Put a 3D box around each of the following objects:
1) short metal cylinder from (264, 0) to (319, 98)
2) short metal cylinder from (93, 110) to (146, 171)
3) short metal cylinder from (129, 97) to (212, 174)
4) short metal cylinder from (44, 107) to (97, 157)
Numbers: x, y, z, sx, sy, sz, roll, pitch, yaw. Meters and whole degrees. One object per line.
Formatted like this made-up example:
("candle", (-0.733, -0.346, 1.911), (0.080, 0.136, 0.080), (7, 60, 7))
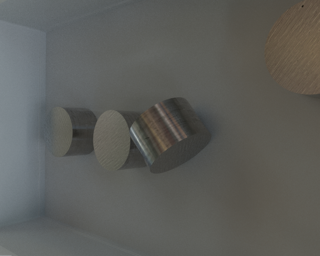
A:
("short metal cylinder", (0.141, -0.067, 0.273), (0.080, 0.050, 0.079), (0, 90, 39))
("short metal cylinder", (-0.047, 0.016, 0.423), (0.080, 0.050, 0.079), (0, 89, 44))
("short metal cylinder", (0.012, 0.010, 0.360), (0.080, 0.081, 0.050), (-46, 63, 30))
("short metal cylinder", (-0.146, 0.006, 0.508), (0.080, 0.050, 0.079), (0, 90, 39))
